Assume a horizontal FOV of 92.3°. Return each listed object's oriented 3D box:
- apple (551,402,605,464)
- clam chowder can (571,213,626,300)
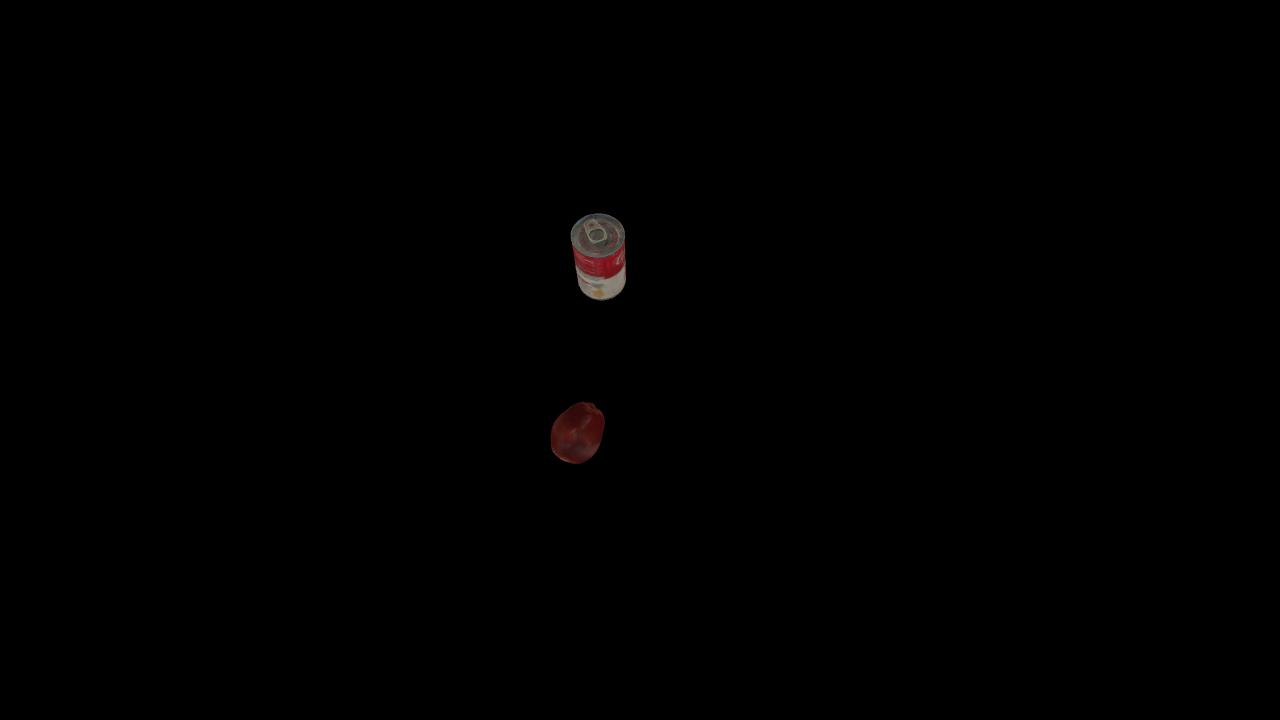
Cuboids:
[{"bbox_3d":[-0.093,0.108,0.908,0.079,0.093,0.079,35,9,-6],"label":"apple"},{"bbox_3d":[-0.052,-0.131,0.801,0.068,0.068,0.102,0,-27,-1],"label":"clam chowder can"}]
